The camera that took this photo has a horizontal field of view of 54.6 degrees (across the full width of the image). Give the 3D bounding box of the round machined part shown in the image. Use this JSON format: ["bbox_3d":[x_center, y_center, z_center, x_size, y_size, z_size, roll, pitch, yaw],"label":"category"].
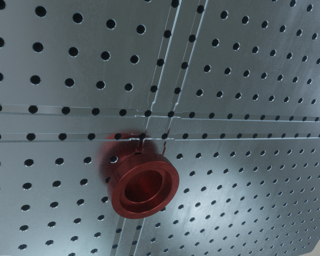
[{"bbox_3d":[-0.026,0.075,0.432,0.099,0.042,0.097,-14,124,-21],"label":"round machined part"}]
